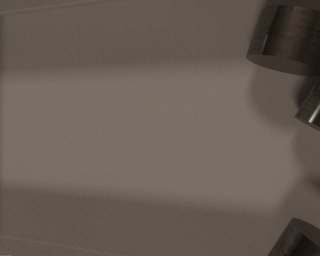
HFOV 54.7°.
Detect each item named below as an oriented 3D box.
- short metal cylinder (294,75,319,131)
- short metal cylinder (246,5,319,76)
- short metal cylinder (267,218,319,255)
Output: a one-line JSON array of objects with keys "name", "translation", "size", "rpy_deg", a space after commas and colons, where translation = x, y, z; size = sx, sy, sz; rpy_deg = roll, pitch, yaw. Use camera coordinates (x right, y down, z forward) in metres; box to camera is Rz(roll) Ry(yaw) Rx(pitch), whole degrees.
[{"name": "short metal cylinder", "translation": [0.188, -0.014, 0.315], "size": [0.080, 0.080, 0.050], "rpy_deg": [31, 100, 17]}, {"name": "short metal cylinder", "translation": [0.140, -0.091, 0.332], "size": [0.080, 0.080, 0.050], "rpy_deg": [18, 96, 19]}, {"name": "short metal cylinder", "translation": [0.162, 0.140, 0.324], "size": [0.080, 0.080, 0.050], "rpy_deg": [31, 100, 17]}]
